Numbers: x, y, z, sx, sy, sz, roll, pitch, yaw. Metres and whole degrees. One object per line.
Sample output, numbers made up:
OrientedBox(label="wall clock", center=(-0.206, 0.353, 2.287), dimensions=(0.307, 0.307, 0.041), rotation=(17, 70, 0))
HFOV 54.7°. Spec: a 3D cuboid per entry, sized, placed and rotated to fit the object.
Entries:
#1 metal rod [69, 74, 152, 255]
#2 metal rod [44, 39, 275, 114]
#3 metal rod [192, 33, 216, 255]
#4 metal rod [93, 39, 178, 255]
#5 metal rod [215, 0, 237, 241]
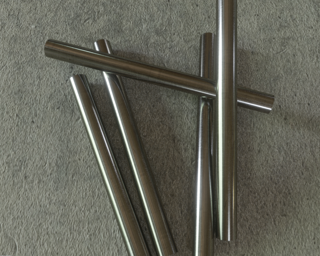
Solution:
OrientedBox(label="metal rod", center=(-0.058, 0.063, 0.384), dimensions=(0.025, 0.025, 0.299), rotation=(-21, 71, -7))
OrientedBox(label="metal rod", center=(-0.005, -0.069, 0.405), dimensions=(0.301, 0.025, 0.025), rotation=(15, 71, 5))
OrientedBox(label="metal rod", center=(0.060, 0.007, 0.405), dimensions=(0.025, 0.025, 0.299), rotation=(4, 70, 1))
OrientedBox(label="metal rod", center=(-0.038, 0.012, 0.403), dimensions=(0.025, 0.025, 0.299), rotation=(-17, 71, -6))
OrientedBox(label="metal rod", center=(0.079, -0.021, 0.370), dimensions=(0.025, 0.025, 0.298), rotation=(1, 87, 0))
